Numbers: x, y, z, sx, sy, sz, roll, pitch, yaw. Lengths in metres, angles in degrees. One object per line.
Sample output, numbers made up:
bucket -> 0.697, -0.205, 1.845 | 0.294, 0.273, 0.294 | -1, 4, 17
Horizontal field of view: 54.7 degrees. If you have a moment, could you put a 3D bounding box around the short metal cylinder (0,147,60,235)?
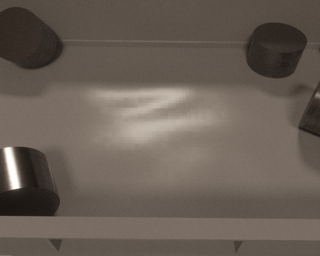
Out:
short metal cylinder -> -0.148, 0.064, 0.313 | 0.081, 0.080, 0.050 | -19, 53, -16

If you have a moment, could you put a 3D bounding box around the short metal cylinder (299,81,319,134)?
short metal cylinder -> 0.220, -0.029, 0.397 | 0.050, 0.080, 0.080 | 25, 54, 19

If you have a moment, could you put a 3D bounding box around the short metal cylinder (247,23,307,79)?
short metal cylinder -> 0.185, -0.125, 0.496 | 0.081, 0.050, 0.080 | 0, 50, 0

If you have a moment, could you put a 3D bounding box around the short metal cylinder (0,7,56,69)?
short metal cylinder -> -0.209, -0.136, 0.475 | 0.080, 0.050, 0.080 | 0, 88, 4
